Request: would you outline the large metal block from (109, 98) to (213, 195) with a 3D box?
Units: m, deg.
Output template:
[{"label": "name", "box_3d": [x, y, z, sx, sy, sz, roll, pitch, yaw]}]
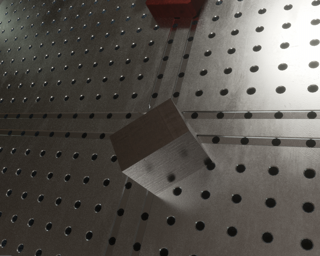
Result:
[{"label": "large metal block", "box_3d": [0.003, 0.025, 0.355, 0.080, 0.080, 0.050, -32, 52, 7]}]

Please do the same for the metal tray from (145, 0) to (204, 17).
[{"label": "metal tray", "box_3d": [0.042, -0.250, 0.535, 0.090, 0.030, 0.130, 13, 68, 33]}]
